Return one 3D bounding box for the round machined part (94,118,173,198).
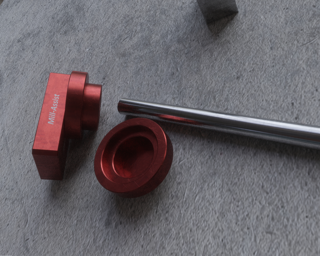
[{"bbox_3d":[-0.029,0.040,0.384,0.098,0.042,0.098,-13,56,21],"label":"round machined part"}]

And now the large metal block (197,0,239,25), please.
[{"bbox_3d":[0.076,-0.220,0.464,0.050,0.080,0.080,-17,55,18],"label":"large metal block"}]

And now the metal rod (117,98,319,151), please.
[{"bbox_3d":[0.071,-0.007,0.370,0.300,0.025,0.025,11,67,32],"label":"metal rod"}]

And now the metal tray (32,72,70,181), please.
[{"bbox_3d":[-0.147,-0.002,0.439,0.030,0.090,0.130,5,58,-10],"label":"metal tray"}]

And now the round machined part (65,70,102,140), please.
[{"bbox_3d":[-0.107,-0.031,0.445,0.042,0.097,0.098,6,58,-10],"label":"round machined part"}]
